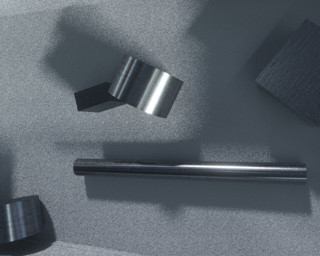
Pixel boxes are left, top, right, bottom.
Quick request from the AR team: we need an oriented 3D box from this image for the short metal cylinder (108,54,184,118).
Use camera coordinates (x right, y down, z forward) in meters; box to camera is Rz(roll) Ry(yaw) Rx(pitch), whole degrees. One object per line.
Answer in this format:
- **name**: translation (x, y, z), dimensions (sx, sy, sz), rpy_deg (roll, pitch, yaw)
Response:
- **short metal cylinder**: translation (-0.017, -0.052, 0.386), dimensions (0.080, 0.080, 0.050), rpy_deg (28, 99, 17)

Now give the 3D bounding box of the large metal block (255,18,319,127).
- **large metal block**: translation (0.164, -0.057, 0.339), dimensions (0.080, 0.050, 0.080), rpy_deg (41, 103, 15)

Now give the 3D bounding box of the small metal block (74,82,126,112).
- **small metal block**: translation (-0.079, -0.041, 0.423), dimensions (0.050, 0.050, 0.025), rpy_deg (-15, 85, 21)

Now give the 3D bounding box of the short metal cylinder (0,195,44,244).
- **short metal cylinder**: translation (-0.217, 0.133, 0.456), dimensions (0.080, 0.080, 0.050), rpy_deg (-12, 86, 19)

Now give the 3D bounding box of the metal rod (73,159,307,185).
- **metal rod**: translation (0.023, 0.055, 0.401), dimensions (0.301, 0.025, 0.025), rpy_deg (-1, 90, 19)
